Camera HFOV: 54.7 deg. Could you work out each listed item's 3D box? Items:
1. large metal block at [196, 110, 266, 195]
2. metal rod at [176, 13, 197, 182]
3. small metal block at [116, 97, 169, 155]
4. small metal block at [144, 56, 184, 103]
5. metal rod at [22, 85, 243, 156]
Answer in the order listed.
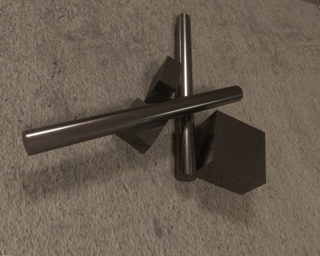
[{"bbox_3d":[0.094,0.034,0.420,0.080,0.050,0.080,23,53,-15],"label":"large metal block"},{"bbox_3d":[0.037,-0.064,0.464,0.025,0.025,0.299,15,55,-20],"label":"metal rod"},{"bbox_3d":[-0.025,-0.003,0.394,0.050,0.025,0.050,37,51,-4],"label":"small metal block"},{"bbox_3d":[0.006,-0.063,0.431,0.025,0.050,0.050,27,52,-12],"label":"small metal block"},{"bbox_3d":[-0.007,-0.018,0.380,0.303,0.025,0.025,-15,70,-34],"label":"metal rod"}]
